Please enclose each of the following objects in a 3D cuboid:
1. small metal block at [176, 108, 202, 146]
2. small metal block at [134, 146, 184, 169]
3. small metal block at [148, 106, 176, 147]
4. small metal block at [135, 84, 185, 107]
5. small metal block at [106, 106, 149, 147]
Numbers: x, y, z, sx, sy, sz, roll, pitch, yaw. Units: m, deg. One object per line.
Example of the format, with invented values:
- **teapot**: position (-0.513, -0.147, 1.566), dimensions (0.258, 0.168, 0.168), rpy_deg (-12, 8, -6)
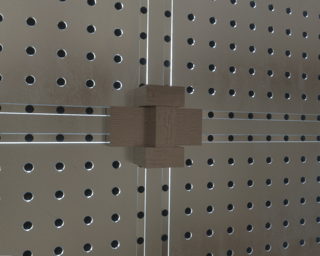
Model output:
- **small metal block**: position (0.029, -0.001, 0.424), dimensions (0.050, 0.025, 0.050), rpy_deg (1, 90, -21)
- **small metal block**: position (-0.002, 0.036, 0.399), dimensions (0.050, 0.050, 0.025), rpy_deg (1, 90, -20)
- **small metal block**: position (-0.002, -0.002, 0.399), dimensions (0.025, 0.050, 0.050), rpy_deg (1, 90, -20)
- **small metal block**: position (-0.001, -0.039, 0.399), dimensions (0.050, 0.050, 0.025), rpy_deg (1, 90, -20)
- **small metal block**: position (-0.042, -0.002, 0.398), dimensions (0.050, 0.025, 0.050), rpy_deg (1, 90, -21)
